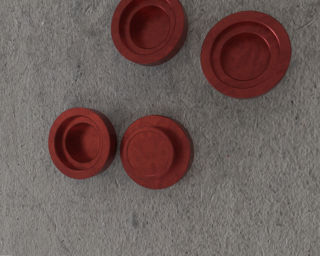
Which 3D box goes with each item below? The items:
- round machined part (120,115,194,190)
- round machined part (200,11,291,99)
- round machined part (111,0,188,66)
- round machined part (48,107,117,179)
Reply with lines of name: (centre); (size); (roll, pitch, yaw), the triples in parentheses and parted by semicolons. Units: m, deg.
round machined part: (-0.008, 0.032, 0.403); (0.098, 0.042, 0.097); (0, 90, 20)
round machined part: (0.100, -0.082, 0.364); (0.098, 0.042, 0.097); (0, 90, 20)
round machined part: (-0.010, -0.129, 0.404); (0.098, 0.042, 0.097); (0, 90, 20)
round machined part: (-0.104, 0.020, 0.436); (0.098, 0.042, 0.097); (0, 90, 20)
